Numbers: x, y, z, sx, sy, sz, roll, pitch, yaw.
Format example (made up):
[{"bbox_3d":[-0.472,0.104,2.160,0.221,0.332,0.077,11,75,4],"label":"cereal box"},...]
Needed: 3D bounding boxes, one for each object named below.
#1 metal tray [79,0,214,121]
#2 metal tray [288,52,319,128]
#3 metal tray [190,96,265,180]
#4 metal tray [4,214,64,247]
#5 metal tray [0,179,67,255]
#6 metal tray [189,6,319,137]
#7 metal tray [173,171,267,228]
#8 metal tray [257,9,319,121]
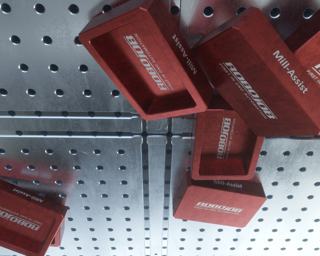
[{"bbox_3d":[-0.011,-0.066,0.330,0.090,0.030,0.130,-8,134,36],"label":"metal tray"},{"bbox_3d":[0.226,-0.041,0.374,0.090,0.030,0.130,-31,124,23],"label":"metal tray"},{"bbox_3d":[0.090,0.018,0.423,0.090,0.030,0.129,0,130,0],"label":"metal tray"},{"bbox_3d":[-0.240,0.169,0.549,0.131,0.030,0.089,9,130,-8],"label":"metal tray"},{"bbox_3d":[-0.228,0.145,0.493,0.131,0.030,0.090,27,100,-11],"label":"metal tray"},{"bbox_3d":[0.097,-0.047,0.312,0.130,0.030,0.090,46,162,-14],"label":"metal tray"},{"bbox_3d":[0.095,0.120,0.511,0.131,0.030,0.089,11,129,-10],"label":"metal tray"},{"bbox_3d":[0.179,-0.051,0.326,0.130,0.030,0.090,31,124,-24],"label":"metal tray"}]
